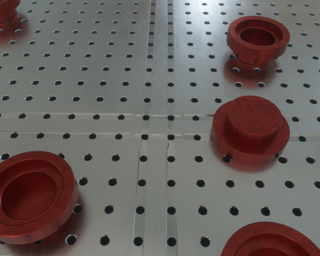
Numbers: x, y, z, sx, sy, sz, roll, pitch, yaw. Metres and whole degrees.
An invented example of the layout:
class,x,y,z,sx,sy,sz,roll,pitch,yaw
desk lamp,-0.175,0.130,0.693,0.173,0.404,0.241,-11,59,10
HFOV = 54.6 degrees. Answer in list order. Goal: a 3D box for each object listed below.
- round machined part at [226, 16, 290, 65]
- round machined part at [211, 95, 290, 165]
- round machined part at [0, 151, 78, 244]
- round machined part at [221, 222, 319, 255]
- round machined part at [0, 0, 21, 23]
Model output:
class,x,y,z,sx,sy,sz,roll,pitch,yaw
round machined part,0.161,-0.142,0.517,0.099,0.042,0.098,0,50,0
round machined part,0.118,-0.004,0.401,0.099,0.042,0.098,0,50,0
round machined part,-0.138,0.076,0.332,0.099,0.042,0.098,0,50,0
round machined part,0.100,0.140,0.280,0.099,0.042,0.098,0,50,0
round machined part,-0.318,-0.237,0.595,0.099,0.042,0.098,0,50,0
